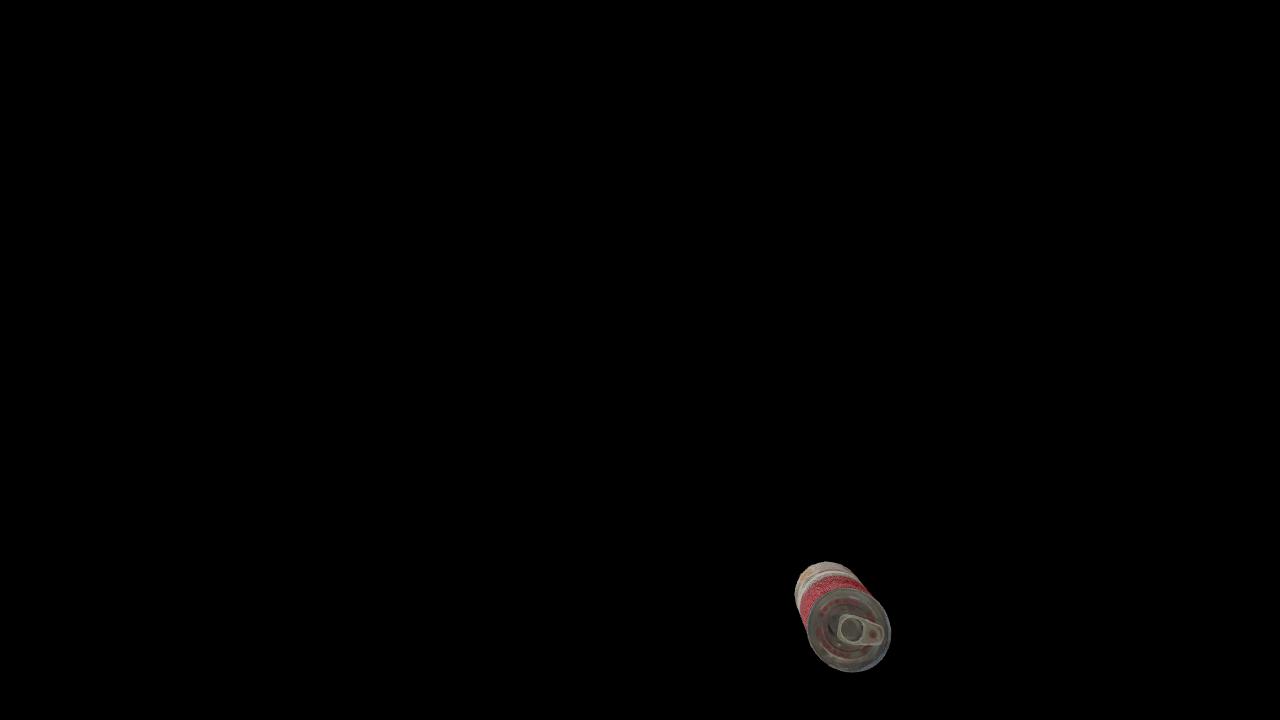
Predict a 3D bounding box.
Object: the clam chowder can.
[{"bbox_3d":[0.178,0.226,0.554,0.068,0.068,0.102,0,-5,8],"label":"clam chowder can"}]
